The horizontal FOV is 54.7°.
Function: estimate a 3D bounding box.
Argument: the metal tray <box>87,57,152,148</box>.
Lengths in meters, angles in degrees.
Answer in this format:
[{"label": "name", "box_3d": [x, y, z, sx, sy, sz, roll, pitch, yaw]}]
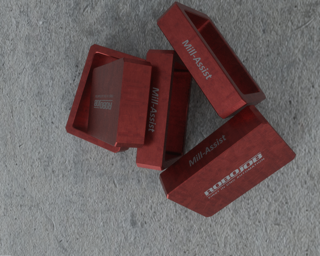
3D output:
[{"label": "metal tray", "box_3d": [-0.053, -0.030, 0.368, 0.130, 0.030, 0.089, 11, 95, 64]}]

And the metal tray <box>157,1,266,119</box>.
[{"label": "metal tray", "box_3d": [0.061, -0.076, 0.351, 0.030, 0.091, 0.130, -38, 78, 30]}]

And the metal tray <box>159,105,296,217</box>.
[{"label": "metal tray", "box_3d": [0.076, 0.043, 0.348, 0.130, 0.090, 0.030, -40, 43, 15]}]

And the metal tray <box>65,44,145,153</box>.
[{"label": "metal tray", "box_3d": [-0.070, -0.041, 0.431, 0.090, 0.030, 0.129, 21, 97, 18]}]

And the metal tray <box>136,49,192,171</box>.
[{"label": "metal tray", "box_3d": [0.009, -0.020, 0.372, 0.030, 0.090, 0.129, 7, 93, 20]}]
